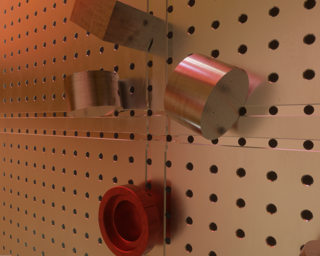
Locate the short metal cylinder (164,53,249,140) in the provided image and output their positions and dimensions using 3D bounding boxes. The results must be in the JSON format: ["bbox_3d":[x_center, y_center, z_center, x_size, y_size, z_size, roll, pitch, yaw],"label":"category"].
[{"bbox_3d":[0.050,-0.034,0.332,0.050,0.081,0.079,32,110,35],"label":"short metal cylinder"}]

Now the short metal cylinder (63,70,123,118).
[{"bbox_3d":[-0.097,-0.048,0.454,0.080,0.081,0.050,-14,82,39],"label":"short metal cylinder"}]

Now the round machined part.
[{"bbox_3d":[-0.037,0.127,0.429,0.098,0.042,0.097,0,90,40],"label":"round machined part"}]

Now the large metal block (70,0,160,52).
[{"bbox_3d":[-0.062,-0.149,0.424,0.080,0.081,0.050,37,113,33],"label":"large metal block"}]

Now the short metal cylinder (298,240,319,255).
[{"bbox_3d":[0.146,0.140,0.253,0.080,0.081,0.050,33,110,35],"label":"short metal cylinder"}]
